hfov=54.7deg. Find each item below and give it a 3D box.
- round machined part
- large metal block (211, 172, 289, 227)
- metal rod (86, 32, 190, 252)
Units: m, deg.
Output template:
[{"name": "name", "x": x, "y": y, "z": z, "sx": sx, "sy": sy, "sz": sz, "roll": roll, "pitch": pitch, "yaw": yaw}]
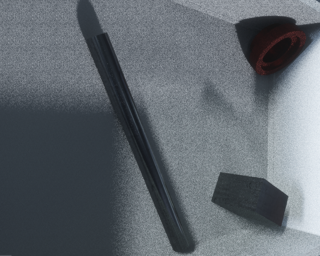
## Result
[{"name": "round machined part", "x": 0.199, "y": -0.142, "z": 0.542, "sx": 0.099, "sy": 0.097, "sz": 0.042, "roll": 1, "pitch": 49, "yaw": -40}, {"name": "large metal block", "x": 0.144, "y": 0.113, "z": 0.494, "sx": 0.080, "sy": 0.080, "sz": 0.050, "roll": 34, "pitch": 69, "yaw": -35}, {"name": "metal rod", "x": -0.021, "y": 0.031, "z": 0.390, "sx": 0.025, "sy": 0.025, "sz": 0.298, "roll": -33, "pitch": 111, "yaw": -35}]
